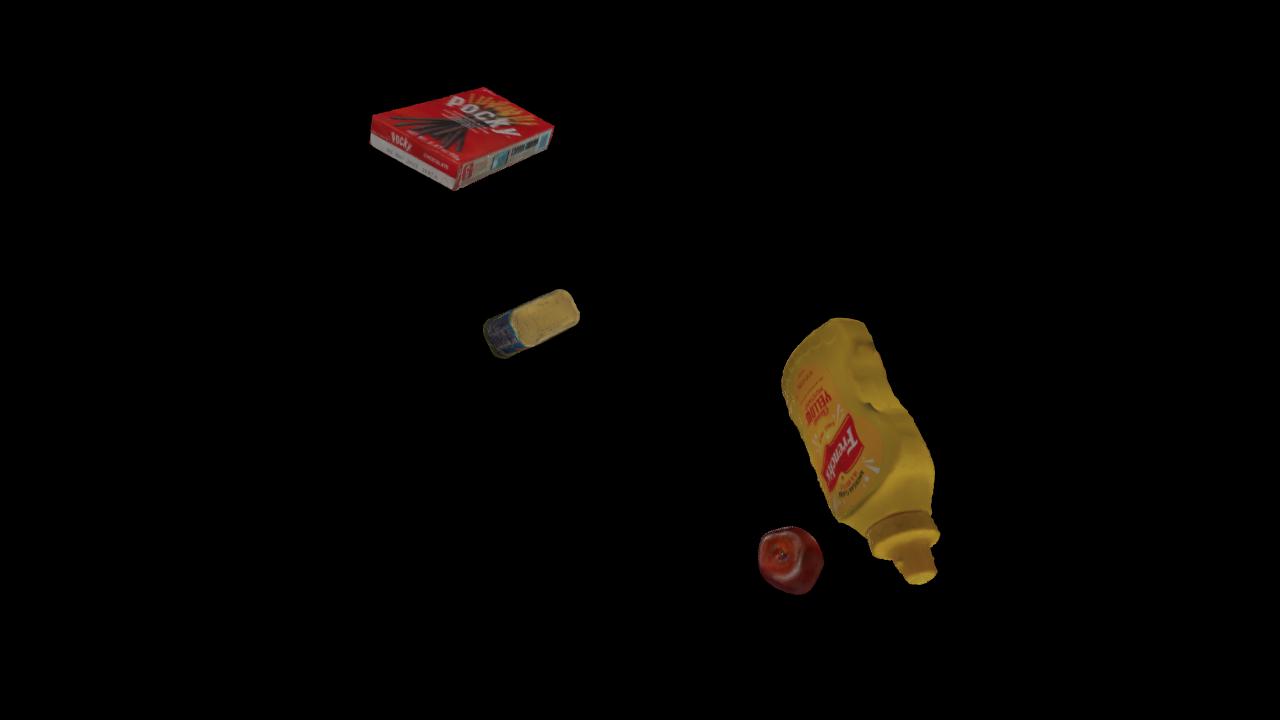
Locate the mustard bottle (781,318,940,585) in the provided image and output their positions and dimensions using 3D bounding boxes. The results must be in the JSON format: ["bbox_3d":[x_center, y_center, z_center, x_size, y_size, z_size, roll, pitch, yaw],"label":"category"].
[{"bbox_3d":[0.156,0.064,0.426,0.054,0.184,0.092,9,-44,-23],"label":"mustard bottle"}]

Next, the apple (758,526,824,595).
[{"bbox_3d":[0.184,0.243,0.746,0.079,0.079,0.093,0,-23,32],"label":"apple"}]

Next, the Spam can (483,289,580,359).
[{"bbox_3d":[-0.140,-0.048,0.802,0.101,0.058,0.085,-32,10,-36],"label":"Spam can"}]

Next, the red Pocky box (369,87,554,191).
[{"bbox_3d":[-0.145,-0.194,0.527,0.083,0.028,0.155,29,37,5],"label":"red Pocky box"}]
